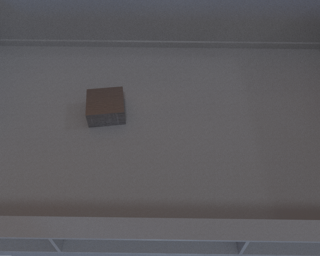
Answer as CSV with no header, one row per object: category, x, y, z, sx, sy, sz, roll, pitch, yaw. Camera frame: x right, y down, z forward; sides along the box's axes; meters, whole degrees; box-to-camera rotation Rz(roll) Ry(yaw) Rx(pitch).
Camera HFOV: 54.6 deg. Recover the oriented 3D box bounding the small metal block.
small metal block,-0.075,-0.030,0.430,0.050,0.025,0.050,-5,50,-5
